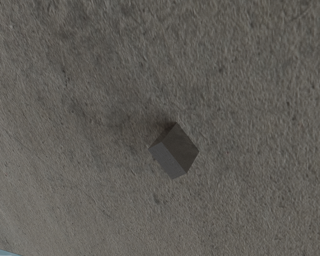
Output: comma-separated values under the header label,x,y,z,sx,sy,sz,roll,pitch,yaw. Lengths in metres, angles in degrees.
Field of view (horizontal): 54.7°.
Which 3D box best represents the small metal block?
label,x,y,z,sx,sy,sz,roll,pitch,yaw
small metal block,0.019,0.029,0.397,0.025,0.050,0.050,-31,101,38
